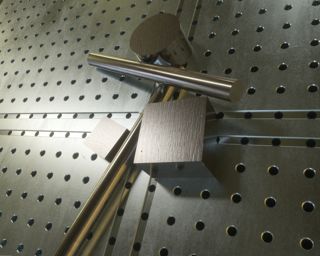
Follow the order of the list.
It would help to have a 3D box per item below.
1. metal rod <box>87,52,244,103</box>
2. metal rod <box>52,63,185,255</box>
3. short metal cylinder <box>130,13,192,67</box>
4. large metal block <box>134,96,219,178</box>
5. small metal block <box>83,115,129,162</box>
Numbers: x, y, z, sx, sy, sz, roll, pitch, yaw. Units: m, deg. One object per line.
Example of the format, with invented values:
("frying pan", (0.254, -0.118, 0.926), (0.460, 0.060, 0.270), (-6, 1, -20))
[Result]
("metal rod", (-0.017, -0.079, 0.435), (0.300, 0.025, 0.025), (22, 73, 45))
("metal rod", (-0.047, 0.040, 0.406), (0.025, 0.025, 0.300), (20, 72, 35))
("short metal cylinder", (0.002, -0.125, 0.466), (0.080, 0.050, 0.080), (-13, 56, 20))
("large metal block", (0.022, 0.013, 0.371), (0.080, 0.050, 0.080), (-5, 60, 25))
("small metal block", (-0.071, 0.017, 0.434), (0.050, 0.025, 0.050), (27, 76, 37))
